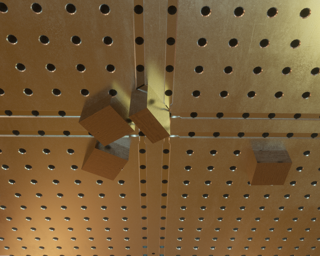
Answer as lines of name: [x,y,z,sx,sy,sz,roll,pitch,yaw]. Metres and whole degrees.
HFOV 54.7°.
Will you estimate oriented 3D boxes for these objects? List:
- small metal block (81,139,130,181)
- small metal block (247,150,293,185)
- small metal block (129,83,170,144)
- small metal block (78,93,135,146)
small metal block: [-0.079,0.045,0.449,0.050,0.025,0.050,24,126,-20]
small metal block: [0.163,0.060,0.466,0.050,0.025,0.050,0,130,0]
small metal block: [-0.012,-0.018,0.380,0.025,0.050,0.050,-26,126,20]
small metal block: [-0.067,-0.010,0.403,0.050,0.025,0.050,-27,126,20]
